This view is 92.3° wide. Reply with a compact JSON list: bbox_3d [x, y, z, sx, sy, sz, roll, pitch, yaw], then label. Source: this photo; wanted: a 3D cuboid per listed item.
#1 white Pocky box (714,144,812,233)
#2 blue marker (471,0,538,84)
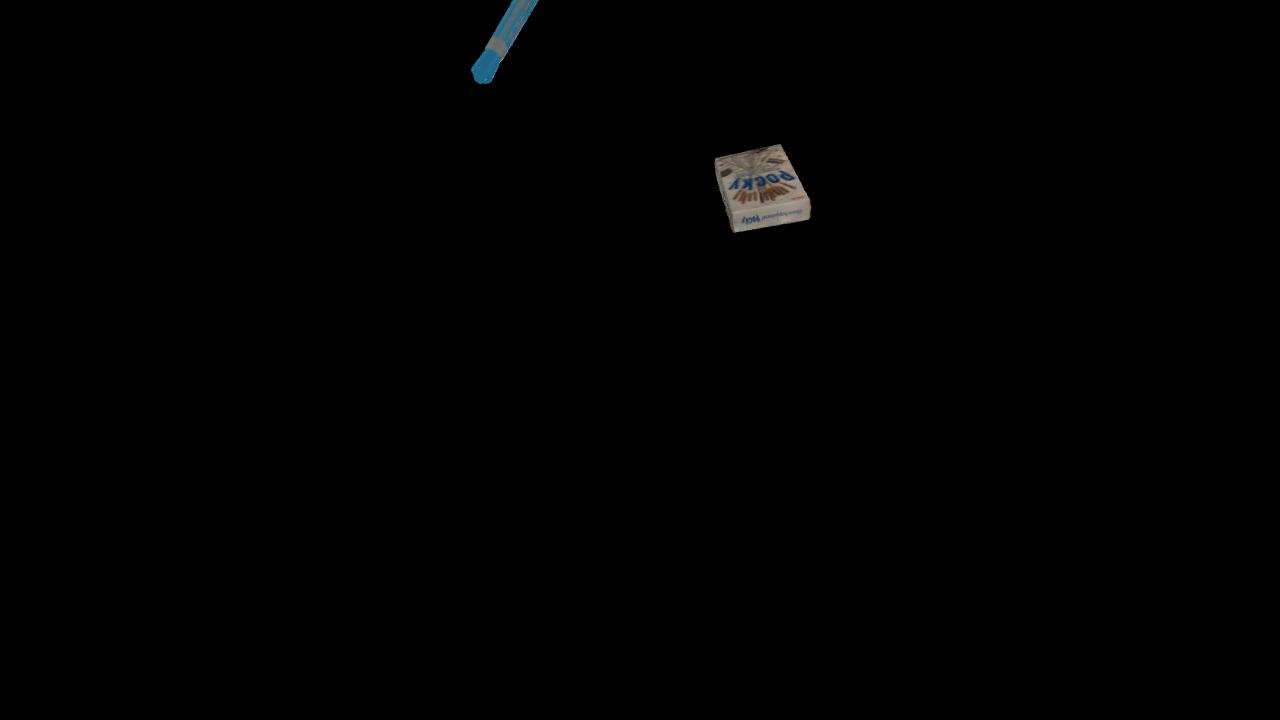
[{"bbox_3d":[0.134,-0.197,0.697,0.084,0.028,0.154,-10,39,6],"label":"white Pocky box"},{"bbox_3d":[-0.116,-0.290,0.541,0.020,0.121,0.020,18,-20,7],"label":"blue marker"}]
